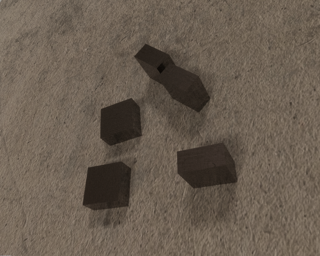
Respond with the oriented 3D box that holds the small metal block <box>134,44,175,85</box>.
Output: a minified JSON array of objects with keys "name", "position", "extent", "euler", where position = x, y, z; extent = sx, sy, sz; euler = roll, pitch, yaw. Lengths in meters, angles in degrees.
[{"name":"small metal block","position":[-0.002,-0.087,0.441],"extent":[0.050,0.050,0.025],"euler":[35,82,38]}]

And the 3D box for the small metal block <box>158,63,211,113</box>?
[{"name":"small metal block","position":[0.032,-0.052,0.402],"extent":[0.050,0.050,0.025],"euler":[33,81,38]}]

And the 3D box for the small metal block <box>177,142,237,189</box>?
[{"name":"small metal block","position":[0.051,0.042,0.334],"extent":[0.050,0.050,0.025],"euler":[-13,57,21]}]

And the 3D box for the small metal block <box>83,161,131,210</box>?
[{"name":"small metal block","position":[-0.066,0.074,0.392],"extent":[0.050,0.025,0.050],"euler":[-12,57,21]}]

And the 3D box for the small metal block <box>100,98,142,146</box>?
[{"name":"small metal block","position":[-0.055,-0.008,0.436],"extent":[0.050,0.025,0.050],"euler":[-18,55,17]}]
